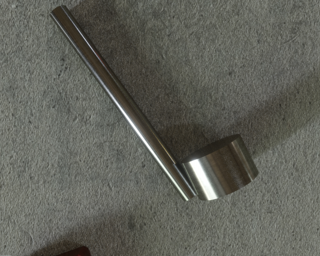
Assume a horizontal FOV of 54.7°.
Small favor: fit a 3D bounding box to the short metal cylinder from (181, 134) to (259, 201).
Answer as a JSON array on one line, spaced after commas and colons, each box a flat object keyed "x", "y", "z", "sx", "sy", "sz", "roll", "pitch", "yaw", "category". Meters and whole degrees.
[{"x": 0.073, "y": 0.047, "z": 0.384, "sx": 0.080, "sy": 0.080, "sz": 0.050, "roll": -26, "pitch": 90, "yaw": 0, "category": "short metal cylinder"}]

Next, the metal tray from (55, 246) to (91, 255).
[{"x": -0.145, "y": 0.222, "z": 0.405, "sx": 0.131, "sy": 0.030, "sz": 0.090, "roll": -19, "pitch": 90, "yaw": -1, "category": "metal tray"}]

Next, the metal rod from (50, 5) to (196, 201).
[{"x": -0.046, "y": -0.032, "z": 0.409, "sx": 0.025, "sy": 0.025, "sz": 0.299, "roll": -36, "pitch": 90, "yaw": 0, "category": "metal rod"}]
